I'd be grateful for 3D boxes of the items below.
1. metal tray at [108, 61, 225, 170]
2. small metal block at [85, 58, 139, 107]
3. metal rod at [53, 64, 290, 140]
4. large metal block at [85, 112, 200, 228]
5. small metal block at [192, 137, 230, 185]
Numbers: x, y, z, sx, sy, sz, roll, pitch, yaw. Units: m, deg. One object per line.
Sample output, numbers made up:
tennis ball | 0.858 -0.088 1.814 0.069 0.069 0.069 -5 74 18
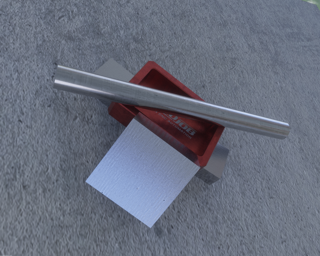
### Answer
metal tray | 0.013 -0.015 0.387 0.130 0.030 0.090 37 51 -3
small metal block | -0.062 -0.057 0.407 0.050 0.025 0.050 38 51 -3
metal rod | 0.032 -0.024 0.368 0.302 0.025 0.025 12 57 -22
large metal block | -0.016 0.041 0.326 0.080 0.080 0.050 37 9 -4
small metal block | 0.060 0.040 0.415 0.050 0.025 0.050 33 51 -7
